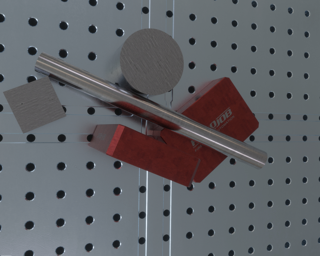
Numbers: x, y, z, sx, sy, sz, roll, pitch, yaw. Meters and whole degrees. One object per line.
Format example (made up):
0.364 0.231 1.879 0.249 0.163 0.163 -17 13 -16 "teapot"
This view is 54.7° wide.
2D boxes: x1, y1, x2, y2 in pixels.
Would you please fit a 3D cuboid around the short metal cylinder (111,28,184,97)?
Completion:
-0.017 -0.079 0.393 0.081 0.050 0.079 0 90 -20 "short metal cylinder"

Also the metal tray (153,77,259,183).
0.067 0.001 0.435 0.130 0.030 0.090 -40 103 -16 "metal tray"

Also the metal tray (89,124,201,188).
-0.024 0.027 0.348 0.090 0.130 0.030 25 82 -19 "metal tray"

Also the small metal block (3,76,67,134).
-0.144 -0.027 0.360 0.050 0.025 0.050 -25 99 -18 "small metal block"

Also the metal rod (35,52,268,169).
-0.004 -0.017 0.383 0.301 0.025 0.025 24 82 -8 "metal rod"
